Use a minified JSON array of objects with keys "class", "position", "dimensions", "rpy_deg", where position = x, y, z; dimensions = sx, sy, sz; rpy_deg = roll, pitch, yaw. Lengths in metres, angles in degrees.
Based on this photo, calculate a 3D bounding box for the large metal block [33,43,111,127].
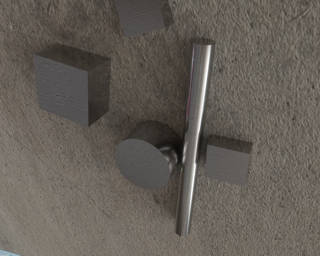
[{"class":"large metal block","position":[-0.115,-0.058,0.413],"dimensions":[0.080,0.050,0.079],"rpy_deg":[20,126,16]}]

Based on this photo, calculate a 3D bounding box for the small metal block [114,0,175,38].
[{"class":"small metal block","position":[-0.018,-0.130,0.334],"dimensions":[0.050,0.025,0.050],"rpy_deg":[-4,117,29]}]

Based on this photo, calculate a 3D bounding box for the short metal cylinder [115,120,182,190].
[{"class":"short metal cylinder","position":[-0.013,0.036,0.419],"dimensions":[0.080,0.050,0.079],"rpy_deg":[13,124,20]}]

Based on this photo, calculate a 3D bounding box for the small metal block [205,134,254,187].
[{"class":"small metal block","position":[0.085,0.040,0.386],"dimensions":[0.050,0.025,0.050],"rpy_deg":[12,124,21]}]

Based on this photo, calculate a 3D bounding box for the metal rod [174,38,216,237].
[{"class":"metal rod","position":[0.041,0.035,0.405],"dimensions":[0.025,0.025,0.298],"rpy_deg":[15,125,19]}]
